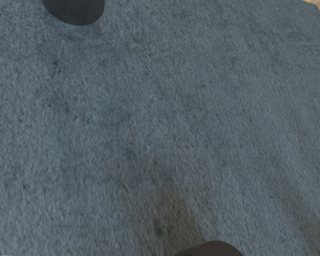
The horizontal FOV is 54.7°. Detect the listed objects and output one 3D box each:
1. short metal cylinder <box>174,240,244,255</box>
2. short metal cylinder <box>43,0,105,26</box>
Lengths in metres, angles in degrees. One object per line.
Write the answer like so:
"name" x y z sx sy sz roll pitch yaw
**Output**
"short metal cylinder" 0.050 0.162 0.317 0.081 0.050 0.080 14 56 -21
"short metal cylinder" -0.115 -0.188 0.423 0.081 0.080 0.050 12 57 -22
